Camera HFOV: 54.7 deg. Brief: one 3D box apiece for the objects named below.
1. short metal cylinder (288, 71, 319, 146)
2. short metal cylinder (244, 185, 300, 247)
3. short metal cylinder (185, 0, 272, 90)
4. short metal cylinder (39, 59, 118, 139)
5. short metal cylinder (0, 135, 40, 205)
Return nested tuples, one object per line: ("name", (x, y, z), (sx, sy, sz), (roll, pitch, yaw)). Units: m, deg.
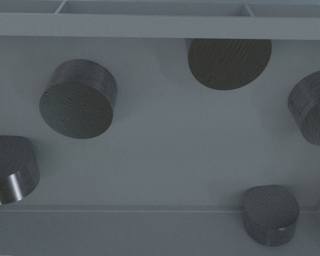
("short metal cylinder", (0.204, -0.024, 0.374), (0.081, 0.050, 0.079), (0, 130, 0))
("short metal cylinder", (0.176, 0.138, 0.492), (0.080, 0.080, 0.050), (-7, 130, 6))
("short metal cylinder", (0.067, -0.086, 0.320), (0.081, 0.050, 0.079), (0, 130, 0))
("short metal cylinder", (-0.093, -0.033, 0.363), (0.081, 0.050, 0.079), (0, 130, 0))
("short metal cylinder", (-0.209, 0.055, 0.418), (0.081, 0.080, 0.050), (3, 130, -3))
